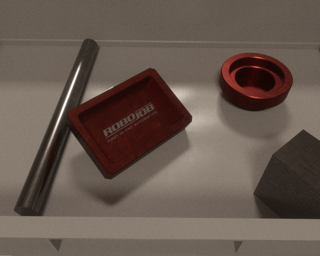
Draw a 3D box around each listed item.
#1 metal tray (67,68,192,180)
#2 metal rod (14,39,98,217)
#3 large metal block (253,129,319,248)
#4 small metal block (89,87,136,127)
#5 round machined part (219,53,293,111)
[{"bbox_3d":[-0.036,-0.009,0.387,0.131,0.030,0.090,-33,81,-25],"label":"metal tray"},{"bbox_3d":[-0.129,-0.025,0.424,0.025,0.025,0.300,4,50,3],"label":"metal rod"},{"bbox_3d":[0.153,0.062,0.319,0.050,0.080,0.080,-32,57,-24],"label":"large metal block"},{"bbox_3d":[-0.069,-0.024,0.424,0.050,0.025,0.050,-35,58,-26],"label":"small metal block"},{"bbox_3d":[0.135,-0.062,0.448,0.099,0.042,0.098,0,50,0],"label":"round machined part"}]
